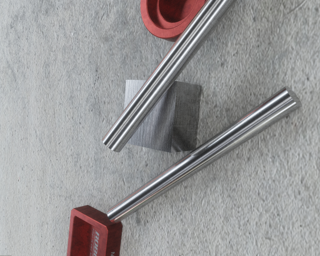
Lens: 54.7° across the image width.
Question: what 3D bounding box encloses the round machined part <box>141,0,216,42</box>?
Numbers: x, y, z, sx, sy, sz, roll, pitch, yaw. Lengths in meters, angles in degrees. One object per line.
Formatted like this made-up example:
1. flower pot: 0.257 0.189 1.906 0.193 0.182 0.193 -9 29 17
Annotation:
1. round machined part: 0.026 -0.152 0.371 0.098 0.042 0.097 0 90 39

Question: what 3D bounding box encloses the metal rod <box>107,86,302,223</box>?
1. metal rod: 0.031 0.049 0.377 0.299 0.025 0.025 -39 66 32

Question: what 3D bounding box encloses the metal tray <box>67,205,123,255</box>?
1. metal tray: -0.107 0.198 0.486 0.090 0.030 0.129 12 97 39

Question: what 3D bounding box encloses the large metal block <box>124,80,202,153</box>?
1. large metal block: 0.001 -0.017 0.386 0.080 0.050 0.079 8 95 39

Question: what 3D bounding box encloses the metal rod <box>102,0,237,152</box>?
1. metal rod: 0.036 -0.096 0.326 0.025 0.025 0.299 44 101 31
